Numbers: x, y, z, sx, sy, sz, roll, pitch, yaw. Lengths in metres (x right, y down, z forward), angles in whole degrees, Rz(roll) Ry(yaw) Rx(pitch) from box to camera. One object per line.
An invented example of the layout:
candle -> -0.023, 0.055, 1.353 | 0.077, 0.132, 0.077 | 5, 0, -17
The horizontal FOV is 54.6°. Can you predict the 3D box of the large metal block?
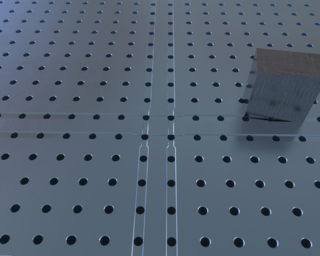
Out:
large metal block -> 0.163, -0.056, 0.420 | 0.080, 0.080, 0.050 | 7, 51, 6
